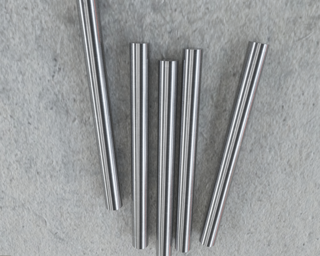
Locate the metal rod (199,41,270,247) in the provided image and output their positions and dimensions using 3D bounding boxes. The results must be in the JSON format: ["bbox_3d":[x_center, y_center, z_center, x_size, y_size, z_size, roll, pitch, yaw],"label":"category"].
[{"bbox_3d":[0.096,0.035,0.424,0.025,0.025,0.298,8,110,-4],"label":"metal rod"}]

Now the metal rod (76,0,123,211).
[{"bbox_3d":[-0.075,-0.027,0.398,0.025,0.025,0.298,-3,110,1],"label":"metal rod"}]

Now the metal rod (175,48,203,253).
[{"bbox_3d":[0.038,0.044,0.426,0.025,0.025,0.298,1,110,-1],"label":"metal rod"}]

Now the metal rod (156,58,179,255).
[{"bbox_3d":[0.008,0.056,0.430,0.025,0.025,0.298,1,110,-1],"label":"metal rod"}]

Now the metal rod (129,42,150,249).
[{"bbox_3d":[-0.027,0.037,0.423,0.025,0.025,0.298,1,110,-1],"label":"metal rod"}]
